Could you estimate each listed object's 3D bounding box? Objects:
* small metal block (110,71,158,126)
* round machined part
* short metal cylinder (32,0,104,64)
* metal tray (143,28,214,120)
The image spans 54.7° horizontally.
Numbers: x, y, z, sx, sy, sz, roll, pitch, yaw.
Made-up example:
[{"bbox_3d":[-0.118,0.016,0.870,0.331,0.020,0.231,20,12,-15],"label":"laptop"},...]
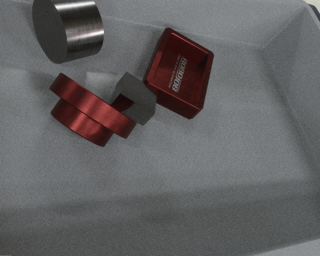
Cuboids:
[{"bbox_3d":[-0.033,-0.038,0.400,0.050,0.025,0.050,31,37,-21],"label":"small metal block"},{"bbox_3d":[-0.078,-0.015,0.339,0.098,0.098,0.042,34,87,-6],"label":"round machined part"},{"bbox_3d":[-0.115,-0.125,0.386,0.050,0.080,0.080,-27,77,-37],"label":"short metal cylinder"},{"bbox_3d":[0.029,-0.086,0.472,0.090,0.030,0.130,26,52,-12],"label":"metal tray"}]
